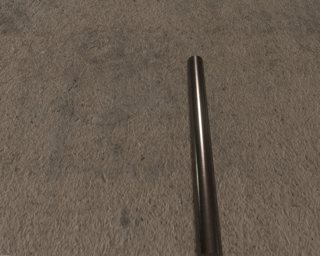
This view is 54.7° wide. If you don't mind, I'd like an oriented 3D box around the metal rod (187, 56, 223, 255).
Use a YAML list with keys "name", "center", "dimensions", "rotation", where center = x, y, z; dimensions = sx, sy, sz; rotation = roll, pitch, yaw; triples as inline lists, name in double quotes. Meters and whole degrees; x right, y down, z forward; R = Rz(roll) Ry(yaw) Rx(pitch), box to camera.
- name: "metal rod"
  center: [0.052, 0.010, 0.395]
  dimensions: [0.025, 0.025, 0.300]
  rotation: [1, 50, 1]
